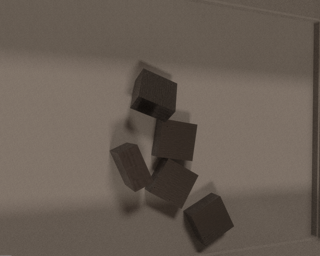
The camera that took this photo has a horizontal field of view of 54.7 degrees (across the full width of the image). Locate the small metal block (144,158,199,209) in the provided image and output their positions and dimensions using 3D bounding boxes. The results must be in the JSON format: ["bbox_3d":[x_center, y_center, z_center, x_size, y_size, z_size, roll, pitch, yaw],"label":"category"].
[{"bbox_3d":[0.016,0.073,0.418,0.050,0.025,0.050,31,80,-18],"label":"small metal block"}]

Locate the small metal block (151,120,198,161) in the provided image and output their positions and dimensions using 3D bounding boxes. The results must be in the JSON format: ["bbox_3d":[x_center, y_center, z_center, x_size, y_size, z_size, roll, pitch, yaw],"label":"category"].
[{"bbox_3d":[0.019,0.016,0.419,0.050,0.025,0.050,9,87,-20],"label":"small metal block"}]

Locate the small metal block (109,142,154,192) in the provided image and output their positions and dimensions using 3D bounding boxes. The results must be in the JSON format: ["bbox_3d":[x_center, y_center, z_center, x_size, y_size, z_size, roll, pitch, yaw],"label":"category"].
[{"bbox_3d":[-0.036,0.047,0.385,0.025,0.050,0.050,-26,99,-18],"label":"small metal block"}]

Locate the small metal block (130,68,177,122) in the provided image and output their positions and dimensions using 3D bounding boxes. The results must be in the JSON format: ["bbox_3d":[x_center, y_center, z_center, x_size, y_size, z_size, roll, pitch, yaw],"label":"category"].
[{"bbox_3d":[-0.007,-0.042,0.396,0.050,0.025,0.050,21,49,-19],"label":"small metal block"}]

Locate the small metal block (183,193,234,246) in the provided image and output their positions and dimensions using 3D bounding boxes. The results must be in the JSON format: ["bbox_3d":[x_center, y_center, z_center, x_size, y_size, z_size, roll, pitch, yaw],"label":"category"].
[{"bbox_3d":[0.069,0.128,0.438,0.050,0.025,0.050,-28,100,-18],"label":"small metal block"}]
